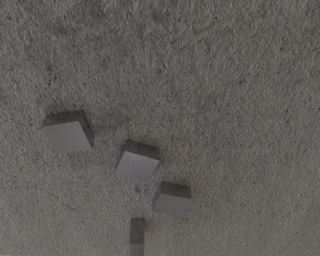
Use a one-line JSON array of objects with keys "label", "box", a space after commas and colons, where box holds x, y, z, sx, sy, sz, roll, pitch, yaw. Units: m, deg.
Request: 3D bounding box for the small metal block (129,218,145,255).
[{"label": "small metal block", "box": [-0.041, 0.199, 0.560, 0.025, 0.050, 0.050, 2, 130, -1]}]

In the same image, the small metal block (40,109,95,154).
[{"label": "small metal block", "box": [-0.120, 0.006, 0.411, 0.050, 0.025, 0.050, -9, 130, 7]}]

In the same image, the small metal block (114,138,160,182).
[{"label": "small metal block", "box": [-0.033, 0.048, 0.447, 0.050, 0.025, 0.050, 18, 128, -15]}]

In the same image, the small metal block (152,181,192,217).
[{"label": "small metal block", "box": [0.019, 0.117, 0.507, 0.050, 0.025, 0.050, 13, 129, -11]}]
